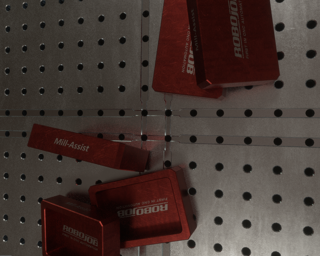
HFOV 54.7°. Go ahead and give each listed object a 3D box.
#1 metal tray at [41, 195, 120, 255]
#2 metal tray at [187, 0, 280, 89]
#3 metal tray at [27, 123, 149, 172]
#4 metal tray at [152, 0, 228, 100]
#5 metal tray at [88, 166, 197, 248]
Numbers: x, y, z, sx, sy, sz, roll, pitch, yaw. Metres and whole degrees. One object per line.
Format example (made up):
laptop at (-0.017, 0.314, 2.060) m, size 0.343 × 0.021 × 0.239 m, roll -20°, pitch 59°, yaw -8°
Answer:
metal tray at (-0.112, 0.150, 0.423) m, size 0.130 × 0.030 × 0.089 m, roll 5°, pitch 98°, yaw 37°
metal tray at (0.083, -0.114, 0.356) m, size 0.091 × 0.030 × 0.129 m, roll -6°, pitch 88°, yaw -14°
metal tray at (-0.091, 0.027, 0.406) m, size 0.130 × 0.090 × 0.030 m, roll 11°, pitch 83°, yaw 19°
metal tray at (0.045, -0.105, 0.394) m, size 0.090 × 0.030 × 0.129 m, roll 9°, pitch 93°, yaw 19°
metal tray at (-0.026, 0.109, 0.417) m, size 0.130 × 0.030 × 0.090 m, roll -15°, pitch 85°, yaw 19°
